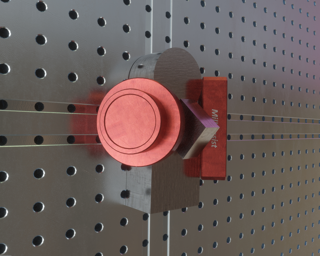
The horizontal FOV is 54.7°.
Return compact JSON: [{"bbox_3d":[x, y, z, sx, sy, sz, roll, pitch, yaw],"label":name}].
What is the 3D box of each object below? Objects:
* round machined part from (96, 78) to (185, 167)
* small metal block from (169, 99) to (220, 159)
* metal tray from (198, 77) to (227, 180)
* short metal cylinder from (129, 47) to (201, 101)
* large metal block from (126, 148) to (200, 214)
[{"bbox_3d":[-0.025,-0.006,0.335,0.042,0.098,0.097,4,87,-73],"label":"round machined part"},{"bbox_3d":[0.034,0.001,0.366,0.025,0.050,0.050,0,133,-43],"label":"small metal block"},{"bbox_3d":[0.070,0.001,0.427,0.030,0.090,0.129,1,89,3],"label":"metal tray"},{"bbox_3d":[0.008,-0.059,0.398,0.081,0.050,0.080,0,90,-40],"label":"short metal cylinder"},{"bbox_3d":[0.005,0.059,0.397,0.081,0.050,0.080,3,88,-40],"label":"large metal block"}]
